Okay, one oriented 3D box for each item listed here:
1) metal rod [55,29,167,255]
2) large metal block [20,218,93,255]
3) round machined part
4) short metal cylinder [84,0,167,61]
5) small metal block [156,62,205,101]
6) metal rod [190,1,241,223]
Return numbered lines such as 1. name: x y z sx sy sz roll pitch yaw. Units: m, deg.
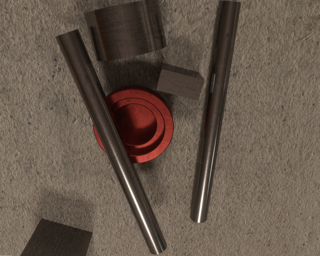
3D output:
1. metal rod: -0.050 0.032 0.376 0.025 0.025 0.298 -18 110 6
2. large metal block: -0.151 0.186 0.447 0.080 0.080 0.050 19 109 -7
3. round machined part: -0.032 -0.007 0.398 0.099 0.042 0.097 0 110 -1
4. short metal cylinder: -0.037 -0.108 0.340 0.080 0.080 0.050 -11 110 3
5. small metal block: 0.023 -0.057 0.376 0.050 0.050 0.025 14 110 -5
6. metal rod: 0.069 -0.006 0.408 0.025 0.025 0.298 4 110 -2
